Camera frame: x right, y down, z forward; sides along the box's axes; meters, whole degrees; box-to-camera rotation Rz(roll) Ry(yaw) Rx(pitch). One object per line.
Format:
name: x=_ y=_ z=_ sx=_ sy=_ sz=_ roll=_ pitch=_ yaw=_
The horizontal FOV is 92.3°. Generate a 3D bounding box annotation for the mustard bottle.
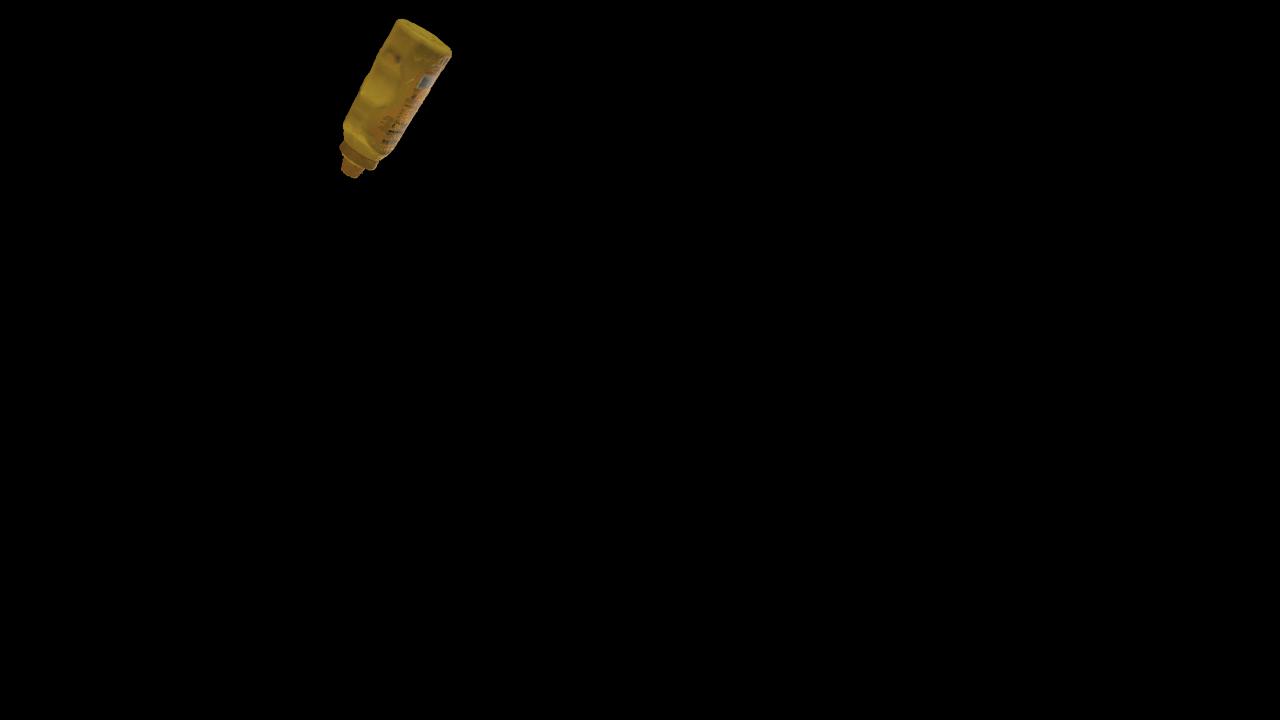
mustard bottle: x=-0.283 y=-0.281 z=0.687 sx=0.054 sy=0.184 sz=0.092 roll=36 pitch=19 yaw=-13
